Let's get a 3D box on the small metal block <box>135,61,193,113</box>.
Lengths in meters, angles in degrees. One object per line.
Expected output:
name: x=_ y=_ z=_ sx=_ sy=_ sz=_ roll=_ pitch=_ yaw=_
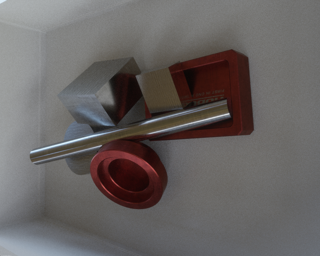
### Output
small metal block: x=0.005 y=-0.048 z=0.371 sx=0.050 sy=0.025 sz=0.050 roll=-6 pitch=112 yaw=40

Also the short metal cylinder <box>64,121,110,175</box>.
short metal cylinder: x=-0.101 y=0.028 z=0.468 sx=0.080 sy=0.050 sz=0.079 roll=0 pitch=90 yaw=39

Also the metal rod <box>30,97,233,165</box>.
metal rod: x=-0.055 y=0.011 z=0.394 sx=0.300 sy=0.025 sz=0.025 roll=-14 pitch=81 yaw=27

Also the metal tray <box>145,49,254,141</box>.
metal tray: x=0.040 y=-0.032 z=0.366 sx=0.130 sy=0.030 sz=0.089 roll=-6 pitch=86 yaw=39

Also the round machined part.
round machined part: x=-0.036 y=0.055 z=0.401 sx=0.098 sy=0.042 sz=0.097 roll=11 pitch=126 yaw=16

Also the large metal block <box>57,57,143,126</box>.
large metal block: x=-0.075 y=-0.049 z=0.419 sx=0.080 sy=0.080 sz=0.050 roll=4 pitch=135 yaw=40
